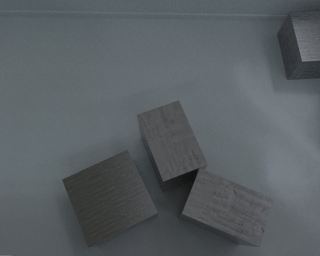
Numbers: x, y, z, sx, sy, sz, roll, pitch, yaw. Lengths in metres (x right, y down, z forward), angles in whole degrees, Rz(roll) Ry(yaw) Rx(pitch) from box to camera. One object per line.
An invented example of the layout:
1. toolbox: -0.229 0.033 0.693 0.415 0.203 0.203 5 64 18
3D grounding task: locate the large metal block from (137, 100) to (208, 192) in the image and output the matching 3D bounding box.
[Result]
1. large metal block: 0.012 0.025 0.371 0.050 0.080 0.080 -20 71 -7

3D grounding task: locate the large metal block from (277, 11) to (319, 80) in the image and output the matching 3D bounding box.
1. large metal block: 0.223 -0.118 0.442 0.081 0.050 0.080 -3 70 -2

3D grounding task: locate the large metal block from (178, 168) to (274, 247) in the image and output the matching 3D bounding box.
1. large metal block: 0.069 0.091 0.348 0.080 0.080 0.050 22 72 7

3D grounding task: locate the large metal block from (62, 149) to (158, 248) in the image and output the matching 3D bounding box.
1. large metal block: -0.056 0.083 0.365 0.080 0.050 0.080 -25 72 -9
